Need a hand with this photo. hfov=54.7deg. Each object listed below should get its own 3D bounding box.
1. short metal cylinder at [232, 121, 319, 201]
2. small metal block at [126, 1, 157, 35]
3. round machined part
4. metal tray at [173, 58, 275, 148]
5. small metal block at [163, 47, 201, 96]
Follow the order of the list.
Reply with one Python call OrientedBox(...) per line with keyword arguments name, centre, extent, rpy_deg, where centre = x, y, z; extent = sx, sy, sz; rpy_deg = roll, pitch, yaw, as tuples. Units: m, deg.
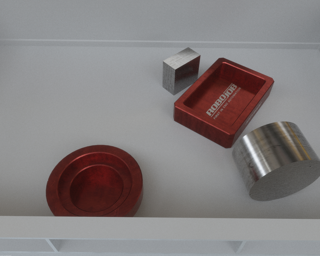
OrientedBox(name="short metal cylinder", centre=(0.127, 0.038, 0.339), extent=(0.081, 0.080, 0.050), rpy_deg=(-10, 51, -8))
OrientedBox(name="small metal block", centre=(-0.032, -0.199, 0.558), extent=(0.050, 0.050, 0.025), rpy_deg=(4, 50, 3))
OrientedBox(name="round machined part", centre=(-0.067, 0.069, 0.335), extent=(0.099, 0.042, 0.098), rpy_deg=(0, 50, 0))
OrientedBox(name="metal tray", centre=(0.091, -0.041, 0.437), extent=(0.090, 0.030, 0.131), rpy_deg=(30, 56, 22))
OrientedBox(name="small metal block", centre=(0.031, -0.084, 0.460), extent=(0.050, 0.050, 0.025), rpy_deg=(-34, 58, -25))
